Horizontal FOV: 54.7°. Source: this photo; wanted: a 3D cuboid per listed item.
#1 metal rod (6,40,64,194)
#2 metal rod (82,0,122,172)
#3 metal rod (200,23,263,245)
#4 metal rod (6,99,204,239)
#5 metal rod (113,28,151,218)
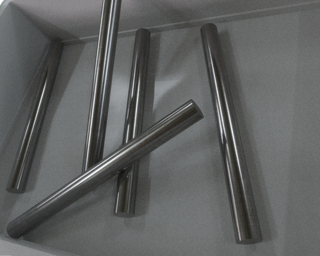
[{"bbox_3d":[-0.209,-0.036,0.534,0.025,0.025,0.299,-11,57,22],"label":"metal rod"},{"bbox_3d":[-0.075,-0.078,0.416,0.025,0.025,0.298,6,88,30],"label":"metal rod"},{"bbox_3d":[0.078,-0.018,0.374,0.025,0.025,0.299,-16,55,19],"label":"metal rod"},{"bbox_3d":[-0.078,0.059,0.381,0.300,0.025,0.025,-34,51,16],"label":"metal rod"},{"bbox_3d":[-0.035,-0.027,0.439,0.025,0.025,0.299,-10,57,22],"label":"metal rod"}]
